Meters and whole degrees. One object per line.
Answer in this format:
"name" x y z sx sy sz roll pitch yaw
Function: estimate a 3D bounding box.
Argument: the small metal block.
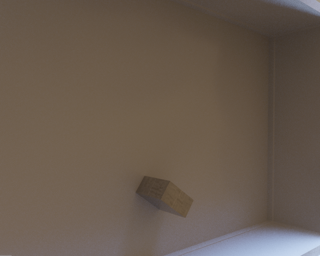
"small metal block" 0.006 0.088 0.398 0.050 0.050 0.025 43 64 -32
